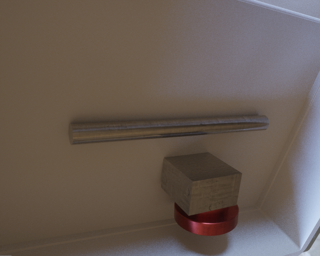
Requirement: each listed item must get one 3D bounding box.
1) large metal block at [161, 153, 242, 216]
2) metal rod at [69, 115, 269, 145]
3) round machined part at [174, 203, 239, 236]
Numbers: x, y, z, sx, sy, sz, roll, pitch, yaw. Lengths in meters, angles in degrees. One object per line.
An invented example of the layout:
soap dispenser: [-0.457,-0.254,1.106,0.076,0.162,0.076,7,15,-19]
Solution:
large metal block: [0.057,0.077,0.449,0.081,0.080,0.050,-4,109,-27]
metal rod: [0.031,-0.001,0.427,0.303,0.025,0.025,-3,120,-27]
round machined part: [0.072,0.119,0.478,0.099,0.098,0.042,-8,109,-25]
